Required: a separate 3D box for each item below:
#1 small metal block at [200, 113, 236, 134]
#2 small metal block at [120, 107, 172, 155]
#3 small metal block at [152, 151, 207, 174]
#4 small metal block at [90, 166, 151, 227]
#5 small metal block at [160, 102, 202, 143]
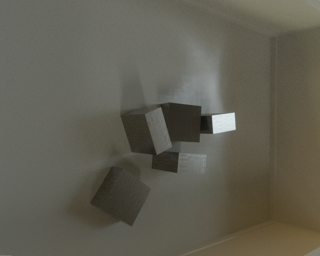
[{"bbox_3d":[0.074,-0.007,0.452,0.050,0.050,0.025,-8,96,-40],"label":"small metal block"},{"bbox_3d":[-0.017,0.003,0.376,0.025,0.050,0.050,-26,107,-37],"label":"small metal block"},{"bbox_3d":[0.025,0.045,0.411,0.050,0.050,0.025,8,85,-40],"label":"small metal block"},{"bbox_3d":[-0.046,0.081,0.368,0.050,0.025,0.050,43,64,-32],"label":"small metal block"},{"bbox_3d":[0.027,-0.007,0.422,0.050,0.025,0.050,5,87,-27],"label":"small metal block"}]
